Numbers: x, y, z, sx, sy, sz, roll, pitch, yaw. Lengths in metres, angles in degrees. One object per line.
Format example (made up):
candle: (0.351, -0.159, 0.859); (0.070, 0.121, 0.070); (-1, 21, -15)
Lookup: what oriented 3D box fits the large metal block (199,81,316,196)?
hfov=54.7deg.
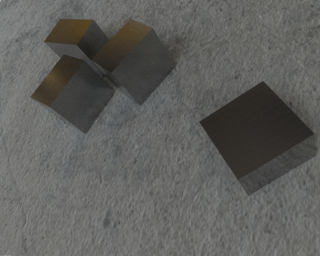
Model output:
large metal block: (0.101, 0.011, 0.327); (0.080, 0.050, 0.080); (-33, 52, 6)

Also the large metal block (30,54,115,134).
large metal block: (-0.127, -0.050, 0.464); (0.050, 0.080, 0.080); (23, 74, 36)

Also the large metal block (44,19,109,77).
large metal block: (-0.127, -0.133, 0.514); (0.080, 0.080, 0.050); (15, 69, 33)

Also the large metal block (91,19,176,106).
large metal block: (-0.035, -0.092, 0.442); (0.080, 0.080, 0.050); (-49, 52, -6)
